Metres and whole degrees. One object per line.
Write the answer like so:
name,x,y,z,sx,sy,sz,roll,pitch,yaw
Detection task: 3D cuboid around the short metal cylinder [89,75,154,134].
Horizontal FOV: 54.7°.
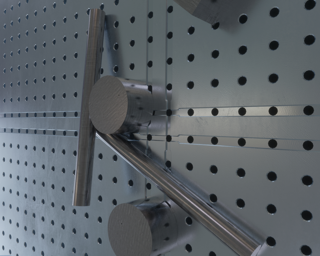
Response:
short metal cylinder,-0.056,-0.032,0.439,0.080,0.050,0.079,0,90,40

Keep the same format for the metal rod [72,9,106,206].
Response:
metal rod,-0.107,-0.036,0.470,0.025,0.025,0.298,-4,79,40

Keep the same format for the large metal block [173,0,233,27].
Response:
large metal block,0.048,-0.178,0.354,0.080,0.050,0.080,49,119,28

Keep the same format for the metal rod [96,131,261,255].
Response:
metal rod,-0.003,0.063,0.411,0.300,0.025,0.025,34,111,34

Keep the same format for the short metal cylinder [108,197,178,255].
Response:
short metal cylinder,-0.024,0.136,0.413,0.080,0.050,0.079,0,90,40
